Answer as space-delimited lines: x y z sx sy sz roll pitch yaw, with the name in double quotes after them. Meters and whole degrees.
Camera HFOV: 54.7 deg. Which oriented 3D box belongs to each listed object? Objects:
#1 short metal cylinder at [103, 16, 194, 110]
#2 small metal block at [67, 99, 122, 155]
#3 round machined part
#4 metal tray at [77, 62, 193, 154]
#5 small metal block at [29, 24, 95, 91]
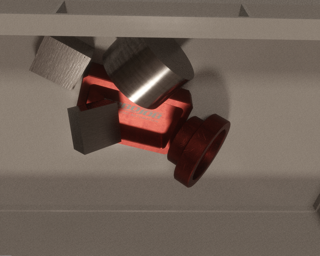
-0.011 -0.066 0.317 0.080 0.080 0.050 37 121 -27 "short metal cylinder"
-0.075 -0.003 0.361 0.050 0.025 0.050 -20 115 -39 "small metal block"
0.045 0.024 0.395 0.042 0.099 0.097 32 132 19 "round machined part"
-0.036 -0.020 0.387 0.131 0.030 0.089 14 129 -13 "metal tray"
-0.108 -0.076 0.342 0.050 0.025 0.050 27 125 -21 "small metal block"
